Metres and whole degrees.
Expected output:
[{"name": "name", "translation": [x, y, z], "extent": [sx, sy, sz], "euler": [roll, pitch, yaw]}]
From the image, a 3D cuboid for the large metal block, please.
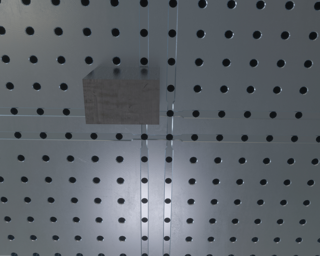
[{"name": "large metal block", "translation": [-0.041, -0.041, 0.369], "extent": [0.080, 0.080, 0.050], "euler": [0, 110, 0]}]
